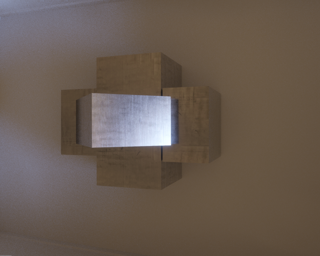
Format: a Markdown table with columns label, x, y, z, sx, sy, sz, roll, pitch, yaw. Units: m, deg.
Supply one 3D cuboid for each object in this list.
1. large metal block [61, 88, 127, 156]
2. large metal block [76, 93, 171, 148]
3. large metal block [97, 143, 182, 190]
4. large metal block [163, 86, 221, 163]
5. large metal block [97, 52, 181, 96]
| label | x | y | z | sx | sy | sz | roll | pitch | yaw |
| --- | --- | --- | --- | --- | --- | --- | --- | --- | --- |
| large metal block | -0.084 | -0.007 | 0.410 | 0.050 | 0.080 | 0.080 | 0 | 90 | 20 |
| large metal block | -0.042 | -0.007 | 0.335 | 0.081 | 0.080 | 0.050 | 0 | 90 | -25 |
| large metal block | -0.023 | 0.042 | 0.388 | 0.080 | 0.080 | 0.050 | 0 | 90 | 20 |
| large metal block | 0.040 | -0.004 | 0.364 | 0.050 | 0.080 | 0.080 | 0 | 90 | 19 |
| large metal block | -0.023 | -0.058 | 0.388 | 0.080 | 0.080 | 0.050 | 0 | 90 | 20 |
